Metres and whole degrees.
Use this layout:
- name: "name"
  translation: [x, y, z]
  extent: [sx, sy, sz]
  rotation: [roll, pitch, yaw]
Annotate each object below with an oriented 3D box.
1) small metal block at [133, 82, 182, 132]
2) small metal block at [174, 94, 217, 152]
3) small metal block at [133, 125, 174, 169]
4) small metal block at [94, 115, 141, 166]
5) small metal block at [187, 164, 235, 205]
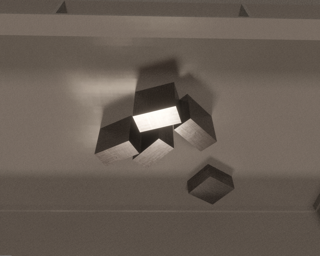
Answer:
- name: "small metal block"
  translation: [-0.003, -0.026, 0.371]
  extent: [0.050, 0.050, 0.025]
  rotation: [-13, 129, 10]
- name: "small metal block"
  translation: [0.043, -0.007, 0.388]
  extent: [0.025, 0.050, 0.050]
  rotation: [-36, 122, 26]
- name: "small metal block"
  translation: [-0.009, 0.017, 0.407]
  extent: [0.025, 0.050, 0.050]
  rotation: [35, 122, -26]
- name: "small metal block"
  translation: [-0.054, 0.016, 0.406]
  extent: [0.050, 0.050, 0.025]
  rotation: [-22, 127, 17]
- name: "small metal block"
  translation: [0.079, 0.089, 0.487]
  extent: [0.050, 0.025, 0.050]
  rotation: [29, 124, -23]
